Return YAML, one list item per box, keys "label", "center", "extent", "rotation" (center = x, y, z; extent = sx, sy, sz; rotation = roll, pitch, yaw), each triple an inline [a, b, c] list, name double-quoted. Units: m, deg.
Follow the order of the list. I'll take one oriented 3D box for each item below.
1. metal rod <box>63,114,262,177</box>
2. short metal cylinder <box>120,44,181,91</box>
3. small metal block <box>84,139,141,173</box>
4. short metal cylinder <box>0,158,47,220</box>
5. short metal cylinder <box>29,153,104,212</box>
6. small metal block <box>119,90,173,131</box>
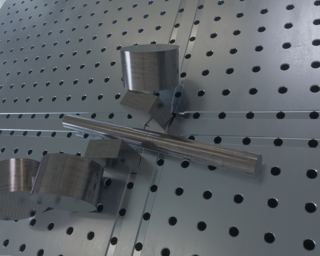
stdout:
- label: "metal rod"
  center: [-0.020, 0.015, 0.409]
  extent: [0.300, 0.025, 0.025]
  rotation: [11, 68, 32]
- label: "short metal cylinder"
  center: [-0.012, -0.085, 0.425]
  extent: [0.080, 0.050, 0.080]
  rotation: [-2, 22, 1]
- label: "small metal block"
  center: [-0.060, 0.037, 0.401]
  extent: [0.050, 0.050, 0.025]
  rotation: [-2, 61, 27]
- label: "short metal cylinder"
  center: [-0.195, 0.085, 0.423]
  extent: [0.080, 0.080, 0.050]
  rotation: [-28, 52, 11]
- label: "short metal cylinder"
  center: [-0.115, 0.071, 0.390]
  extent: [0.080, 0.080, 0.050]
  rotation: [-7, 59, 24]
- label: "small metal block"
  center: [-0.017, -0.024, 0.416]
  extent: [0.050, 0.050, 0.025]
  rotation: [19, 72, 35]
